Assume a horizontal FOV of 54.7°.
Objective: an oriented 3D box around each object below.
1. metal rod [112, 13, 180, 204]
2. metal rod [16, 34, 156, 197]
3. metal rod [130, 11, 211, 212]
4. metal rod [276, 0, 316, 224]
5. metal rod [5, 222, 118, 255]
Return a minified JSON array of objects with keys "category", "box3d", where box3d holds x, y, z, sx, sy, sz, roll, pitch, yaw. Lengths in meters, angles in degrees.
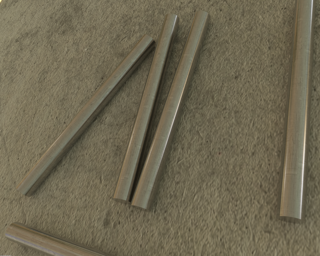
[{"category":"metal rod","box3d":[-0.013,-0.043,0.435,0.025,0.025,0.300,0,61,28]},{"category":"metal rod","box3d":[-0.107,-0.025,0.473,0.025,0.025,0.300,31,78,37]},{"category":"metal rod","box3d":[0.021,-0.038,0.414,0.025,0.025,0.300,5,64,30]},{"category":"metal rod","box3d":[0.157,-0.046,0.349,0.025,0.025,0.300,1,62,28]},{"category":"metal rod","box3d":[-0.067,0.150,0.345,0.300,0.025,0.025,5,64,29]}]
